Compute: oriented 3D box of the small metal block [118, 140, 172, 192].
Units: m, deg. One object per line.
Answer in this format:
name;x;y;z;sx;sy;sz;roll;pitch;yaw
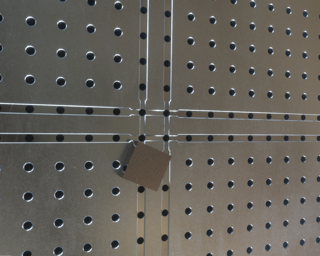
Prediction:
small metal block;-0.020;0.049;0.406;0.050;0.025;0.050;26;81;-19
